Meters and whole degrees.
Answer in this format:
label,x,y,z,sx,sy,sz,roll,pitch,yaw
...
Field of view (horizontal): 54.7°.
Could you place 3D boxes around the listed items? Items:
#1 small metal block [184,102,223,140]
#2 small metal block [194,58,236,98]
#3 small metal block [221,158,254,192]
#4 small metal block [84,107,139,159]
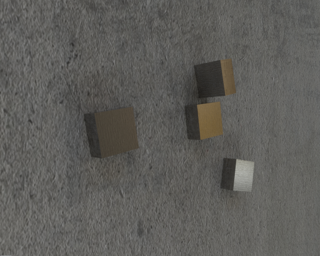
label,x,y,z,sx,sy,sz,roll,pitch,yaw
small metal block,0.066,-0.011,0.459,0.050,0.025,0.050,-11,97,-39
small metal block,0.080,-0.072,0.455,0.025,0.050,0.050,-17,101,-39
small metal block,0.129,0.078,0.512,0.050,0.025,0.050,12,82,-39
small metal block,-0.055,0.004,0.358,0.050,0.025,0.050,-14,99,-39
